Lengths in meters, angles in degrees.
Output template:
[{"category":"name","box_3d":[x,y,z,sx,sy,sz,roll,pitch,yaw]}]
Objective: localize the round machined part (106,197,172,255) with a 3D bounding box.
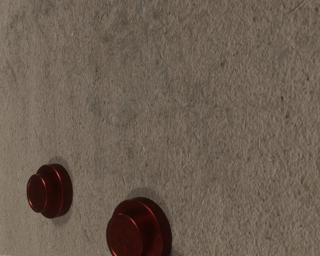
[{"category":"round machined part","box_3d":[-0.035,0.147,0.421,0.098,0.042,0.097,0,90,39]}]

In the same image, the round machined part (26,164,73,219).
[{"category":"round machined part","box_3d":[-0.204,0.115,0.559,0.098,0.042,0.097,0,90,39]}]
